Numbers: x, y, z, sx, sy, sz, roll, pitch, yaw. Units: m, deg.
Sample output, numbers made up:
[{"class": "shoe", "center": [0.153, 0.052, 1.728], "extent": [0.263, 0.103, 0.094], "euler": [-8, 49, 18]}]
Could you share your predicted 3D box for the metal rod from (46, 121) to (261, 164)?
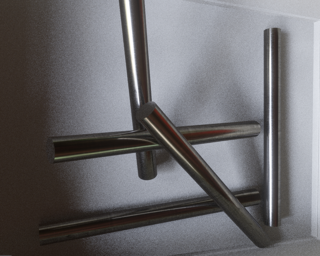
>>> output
[{"class": "metal rod", "center": [0.020, 0.011, 0.375], "extent": [0.303, 0.025, 0.025], "euler": [-5, 92, -37]}]

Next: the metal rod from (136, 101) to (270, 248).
[{"class": "metal rod", "center": [0.070, 0.077, 0.391], "extent": [0.025, 0.025, 0.300], "euler": [-50, 123, -13]}]

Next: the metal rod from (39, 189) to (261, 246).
[{"class": "metal rod", "center": [0.002, 0.114, 0.412], "extent": [0.303, 0.025, 0.025], "euler": [-4, 92, -20]}]

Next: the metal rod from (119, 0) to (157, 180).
[{"class": "metal rod", "center": [-0.024, -0.069, 0.335], "extent": [0.025, 0.025, 0.298], "euler": [-15, 121, -20]}]

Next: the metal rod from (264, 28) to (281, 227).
[{"class": "metal rod", "center": [0.173, -0.001, 0.476], "extent": [0.025, 0.025, 0.298], "euler": [0, 90, -20]}]
